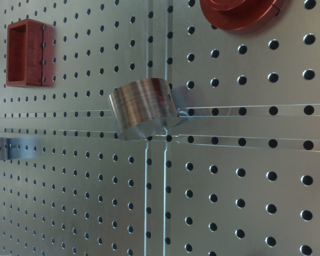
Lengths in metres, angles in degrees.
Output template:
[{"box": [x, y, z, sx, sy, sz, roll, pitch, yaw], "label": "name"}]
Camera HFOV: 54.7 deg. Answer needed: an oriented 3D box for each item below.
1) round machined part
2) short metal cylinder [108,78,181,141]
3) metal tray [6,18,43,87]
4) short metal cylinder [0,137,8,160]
[{"box": [0.083, -0.154, 0.330, 0.098, 0.042, 0.097, 0, 90, 40], "label": "round machined part"}, {"box": [-0.020, -0.022, 0.390, 0.080, 0.081, 0.050, -28, 73, 36], "label": "short metal cylinder"}, {"box": [-0.280, -0.150, 0.637, 0.090, 0.030, 0.129, 4, 93, 40], "label": "metal tray"}, {"box": [-0.384, 0.050, 0.692, 0.080, 0.081, 0.050, -8, 85, 40], "label": "short metal cylinder"}]
